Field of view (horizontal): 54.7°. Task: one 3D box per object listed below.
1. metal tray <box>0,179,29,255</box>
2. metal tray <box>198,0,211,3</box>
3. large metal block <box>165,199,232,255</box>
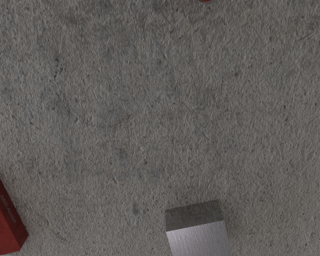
[{"bbox_3d":[-0.263,0.128,0.452,0.090,0.030,0.129,-14,110,5],"label":"metal tray"},{"bbox_3d":[0.024,-0.209,0.329,0.130,0.030,0.090,31,107,-11],"label":"metal tray"},{"bbox_3d":[0.057,0.160,0.456,0.080,0.050,0.080,-13,110,4],"label":"large metal block"}]
